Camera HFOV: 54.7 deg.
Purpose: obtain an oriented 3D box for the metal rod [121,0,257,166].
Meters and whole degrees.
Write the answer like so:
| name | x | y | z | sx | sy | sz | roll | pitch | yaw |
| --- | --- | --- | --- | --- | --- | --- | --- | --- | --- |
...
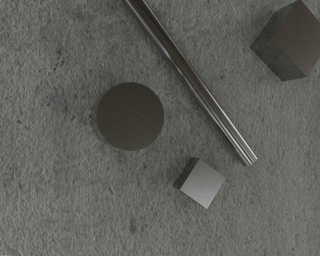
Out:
| name | x | y | z | sx | sy | sz | roll | pitch | yaw |
| --- | --- | --- | --- | --- | --- | --- | --- | --- | --- |
| metal rod | 0.043 | -0.066 | 0.425 | 0.025 | 0.025 | 0.300 | -42 | 104 | -15 |

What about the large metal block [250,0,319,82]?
| name | x | y | z | sx | sy | sz | roll | pitch | yaw |
| --- | --- | --- | --- | --- | --- | --- | --- | --- | --- |
| large metal block | 0.199 | -0.130 | 0.471 | 0.080 | 0.050 | 0.080 | 40 | 77 | -16 |

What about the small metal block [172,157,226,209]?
| name | x | y | z | sx | sy | sz | roll | pitch | yaw |
| --- | --- | --- | --- | --- | --- | --- | --- | --- | --- |
| small metal block | 0.055 | 0.076 | 0.431 | 0.050 | 0.025 | 0.050 | 38 | 78 | -17 |

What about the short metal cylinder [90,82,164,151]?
| name | x | y | z | sx | sy | sz | roll | pitch | yaw |
| --- | --- | --- | --- | --- | --- | --- | --- | --- | --- |
| short metal cylinder | -0.041 | -0.013 | 0.381 | 0.081 | 0.050 | 0.079 | 0 | 90 | -20 |
